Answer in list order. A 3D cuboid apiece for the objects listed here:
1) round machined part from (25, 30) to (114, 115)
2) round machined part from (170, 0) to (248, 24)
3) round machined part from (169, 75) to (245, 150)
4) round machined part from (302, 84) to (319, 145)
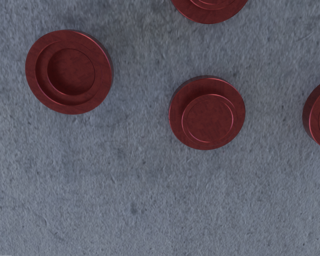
[{"bbox_3d":[-0.105,-0.068,0.374,0.099,0.042,0.097,0,110,-1],"label":"round machined part"},{"bbox_3d":[0.056,-0.166,0.341,0.099,0.042,0.097,0,110,-1],"label":"round machined part"},{"bbox_3d":[0.060,-0.015,0.396,0.099,0.042,0.097,0,110,-1],"label":"round machined part"},{"bbox_3d":[0.231,-0.022,0.396,0.099,0.042,0.097,0,110,-1],"label":"round machined part"}]
